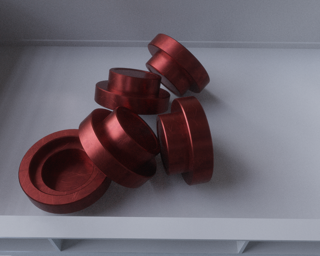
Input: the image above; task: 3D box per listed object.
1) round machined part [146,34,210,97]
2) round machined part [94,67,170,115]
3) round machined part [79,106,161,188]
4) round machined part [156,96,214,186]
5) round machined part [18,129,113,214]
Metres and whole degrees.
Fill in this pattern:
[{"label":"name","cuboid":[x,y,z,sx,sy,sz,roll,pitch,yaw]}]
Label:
[{"label":"round machined part","cuboid":[0.019,-0.081,0.433,0.098,0.098,0.042,41,87,28]},{"label":"round machined part","cuboid":[-0.034,-0.052,0.409,0.099,0.042,0.098,9,18,-3]},{"label":"round machined part","cuboid":[-0.037,0.014,0.343,0.042,0.098,0.098,-42,52,17]},{"label":"round machined part","cuboid":[0.023,0.016,0.344,0.042,0.097,0.098,-9,51,-8]},{"label":"round machined part","cuboid":[-0.102,0.051,0.350,0.099,0.042,0.098,0,50,0]}]
